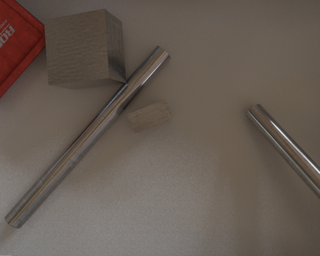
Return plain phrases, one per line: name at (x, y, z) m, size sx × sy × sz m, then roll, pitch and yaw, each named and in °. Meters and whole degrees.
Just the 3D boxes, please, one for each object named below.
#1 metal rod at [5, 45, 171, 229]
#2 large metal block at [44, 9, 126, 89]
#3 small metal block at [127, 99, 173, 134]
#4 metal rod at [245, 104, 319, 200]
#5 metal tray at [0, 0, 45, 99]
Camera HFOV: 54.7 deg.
metal rod at (-0.094, 0.011, 0.410) m, size 0.025 × 0.025 × 0.300 m, roll 42°, pitch 90°, yaw -1°
large metal block at (-0.092, -0.094, 0.387) m, size 0.080 × 0.050 × 0.079 m, roll -4°, pitch 90°, yaw 16°
small metal block at (-0.012, -0.014, 0.399) m, size 0.050 × 0.050 × 0.025 m, roll -22°, pitch 90°, yaw 0°
metal rod at (0.203, 0.087, 0.351) m, size 0.025 × 0.025 × 0.299 m, roll -35°, pitch 65°, yaw 0°
metal tray at (-0.211, -0.100, 0.385) m, size 0.090 × 0.030 × 0.130 m, roll 41°, pitch 89°, yaw -30°
